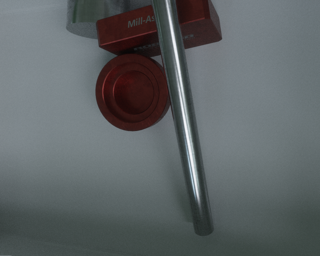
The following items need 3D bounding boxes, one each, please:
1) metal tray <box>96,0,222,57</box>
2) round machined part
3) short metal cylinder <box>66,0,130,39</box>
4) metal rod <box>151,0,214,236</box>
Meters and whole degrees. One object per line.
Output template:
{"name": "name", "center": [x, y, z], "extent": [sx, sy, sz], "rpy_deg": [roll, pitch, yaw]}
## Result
{"name": "metal tray", "center": [0.002, -0.117, 0.374], "extent": [0.130, 0.090, 0.030], "rpy_deg": [-9, 87, 19]}
{"name": "round machined part", "center": [-0.031, -0.047, 0.407], "extent": [0.098, 0.042, 0.097], "rpy_deg": [2, 98, 17]}
{"name": "short metal cylinder", "center": [-0.081, -0.152, 0.409], "extent": [0.080, 0.080, 0.050], "rpy_deg": [4, 91, 19]}
{"name": "metal rod", "center": [0.027, -0.009, 0.343], "extent": [0.025, 0.025, 0.298], "rpy_deg": [-5, 110, 19]}
